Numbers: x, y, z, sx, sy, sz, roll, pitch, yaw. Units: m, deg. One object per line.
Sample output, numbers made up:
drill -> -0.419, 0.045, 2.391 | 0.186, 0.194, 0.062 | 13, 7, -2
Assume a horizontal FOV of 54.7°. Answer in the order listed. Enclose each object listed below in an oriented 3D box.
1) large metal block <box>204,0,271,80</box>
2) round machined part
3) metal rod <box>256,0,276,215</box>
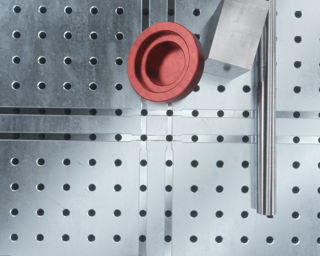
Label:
large metal block -> 0.087, -0.110, 0.386 | 0.050, 0.080, 0.080 | 16, 90, -2
round machined part -> 0.011, -0.079, 0.391 | 0.098, 0.042, 0.097 | -2, 87, 29
metal rod -> 0.142, -0.036, 0.414 | 0.025, 0.025, 0.298 | 0, 90, 0
